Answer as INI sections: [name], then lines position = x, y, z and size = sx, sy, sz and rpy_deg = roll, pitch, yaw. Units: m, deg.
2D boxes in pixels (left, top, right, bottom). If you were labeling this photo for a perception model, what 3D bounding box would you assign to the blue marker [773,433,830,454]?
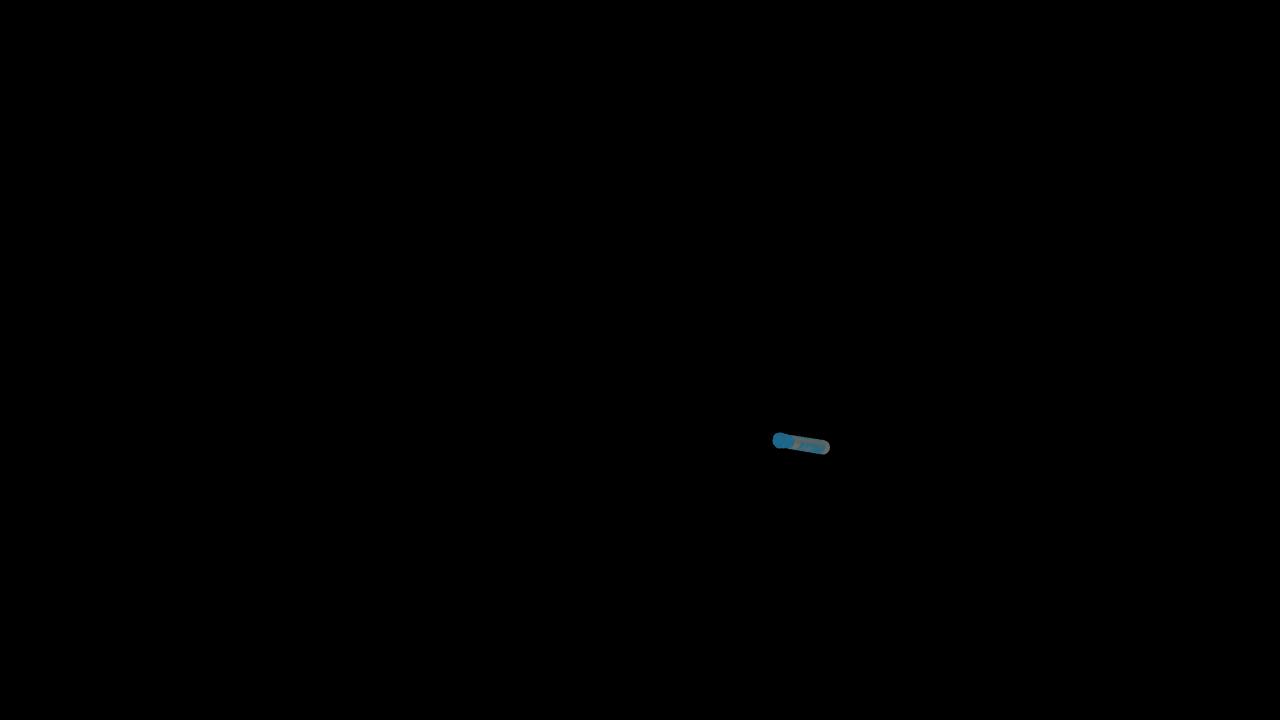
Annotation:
[blue marker]
position = 0.200, 0.104, 0.761
size = 0.020, 0.020, 0.121
rpy_deg = 0, -10, 43
